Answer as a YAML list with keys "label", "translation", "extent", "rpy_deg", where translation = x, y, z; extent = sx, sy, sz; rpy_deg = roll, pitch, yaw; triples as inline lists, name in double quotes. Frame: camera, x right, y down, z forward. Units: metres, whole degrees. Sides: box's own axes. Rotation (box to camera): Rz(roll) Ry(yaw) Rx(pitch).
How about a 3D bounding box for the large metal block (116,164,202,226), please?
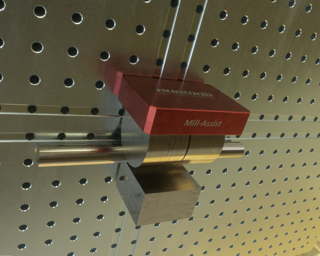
- label: "large metal block"
  translation: [-0.005, 0.079, 0.417]
  extent: [0.081, 0.080, 0.050]
  rpy_deg: [1, 118, -29]

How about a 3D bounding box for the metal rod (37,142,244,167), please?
- label: "metal rod"
  translation: [-0.006, 0.033, 0.424]
  extent: [0.303, 0.025, 0.025]
  rpy_deg: [1, 118, -29]

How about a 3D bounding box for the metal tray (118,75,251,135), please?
- label: "metal tray"
  translation: [0.027, -0.026, 0.363]
  extent: [0.131, 0.090, 0.030]
  rpy_deg: [1, 118, -29]

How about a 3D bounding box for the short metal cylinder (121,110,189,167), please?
- label: "short metal cylinder"
  translation: [-0.008, 0.006, 0.371]
  extent: [0.050, 0.080, 0.079]
  rpy_deg: [0, 118, -29]

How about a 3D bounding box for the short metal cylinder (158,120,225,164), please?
- label: "short metal cylinder"
  translation: [0.038, 0.006, 0.397]
  extent: [0.050, 0.080, 0.079]
  rpy_deg: [2, 118, -29]
